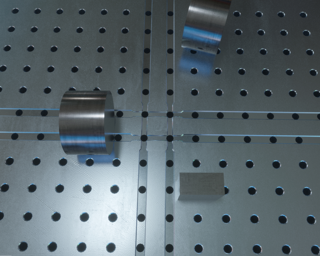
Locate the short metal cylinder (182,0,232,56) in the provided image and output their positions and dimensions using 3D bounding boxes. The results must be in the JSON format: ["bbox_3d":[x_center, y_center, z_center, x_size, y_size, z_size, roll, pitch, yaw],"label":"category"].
[{"bbox_3d":[0.065,-0.147,0.437,0.050,0.080,0.080,15,71,5],"label":"short metal cylinder"}]

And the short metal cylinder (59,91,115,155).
[{"bbox_3d":[-0.087,-0.006,0.384,0.050,0.080,0.080,0,70,0],"label":"short metal cylinder"}]

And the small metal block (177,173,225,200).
[{"bbox_3d":[0.047,0.071,0.373,0.050,0.050,0.025,0,70,0],"label":"small metal block"}]
